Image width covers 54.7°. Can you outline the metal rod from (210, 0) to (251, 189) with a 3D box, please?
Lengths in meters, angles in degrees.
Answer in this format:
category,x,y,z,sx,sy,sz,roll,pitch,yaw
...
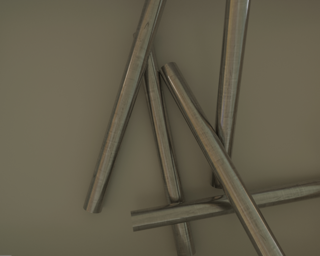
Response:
category,x,y,z,sx,sy,sz,roll,pitch,yaw
metal rod,0.080,-0.060,0.350,0.025,0.025,0.298,0,116,0

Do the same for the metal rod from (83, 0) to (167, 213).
category,x,y,z,sx,sy,sz,roll,pitch,yaw
metal rod,-0.044,-0.034,0.393,0.025,0.025,0.298,18,97,-1

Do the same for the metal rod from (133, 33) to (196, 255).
category,x,y,z,sx,sy,sz,roll,pitch,yaw
metal rod,0.006,0.020,0.411,0.025,0.025,0.298,-11,90,0

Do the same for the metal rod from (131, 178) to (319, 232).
category,x,y,z,sx,sy,sz,roll,pitch,yaw
metal rod,0.114,0.093,0.397,0.302,0.025,0.025,-8,90,-7

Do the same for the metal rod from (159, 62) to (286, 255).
category,x,y,z,sx,sy,sz,roll,pitch,yaw
metal rod,0.074,0.047,0.358,0.025,0.025,0.299,-26,70,0
